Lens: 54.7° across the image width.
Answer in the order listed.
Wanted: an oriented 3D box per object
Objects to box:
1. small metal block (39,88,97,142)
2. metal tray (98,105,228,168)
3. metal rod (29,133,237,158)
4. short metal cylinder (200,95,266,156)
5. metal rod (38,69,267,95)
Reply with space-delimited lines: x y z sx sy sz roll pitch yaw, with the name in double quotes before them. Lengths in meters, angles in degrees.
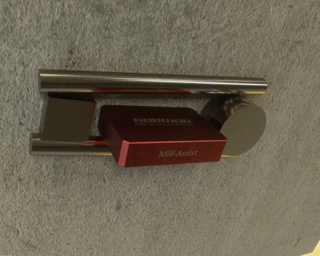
"small metal block" -0.103 -0.013 0.344 0.050 0.025 0.050 4 116 -31
"metal tray" 0.002 0.006 0.369 0.131 0.090 0.030 0 118 -28
"metal rod" -0.012 0.026 0.418 0.302 0.025 0.025 4 117 -30
"short metal cylinder" 0.103 -0.007 0.444 0.081 0.050 0.079 -14 124 -21
"metal rod" 0.012 -0.054 0.382 0.303 0.025 0.025 -3 120 -27
